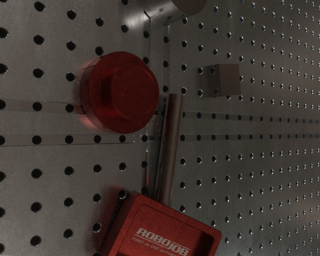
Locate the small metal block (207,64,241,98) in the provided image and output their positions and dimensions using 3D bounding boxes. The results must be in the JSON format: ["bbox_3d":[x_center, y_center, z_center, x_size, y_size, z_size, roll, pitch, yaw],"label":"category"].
[{"bbox_3d":[0.103,-0.076,0.498,0.050,0.025,0.050,-9,96,-40],"label":"small metal block"}]

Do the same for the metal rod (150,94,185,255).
[{"bbox_3d":[0.003,0.102,0.413,0.025,0.025,0.298,13,82,-40],"label":"metal rod"}]

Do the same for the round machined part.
[{"bbox_3d":[-0.040,-0.042,0.366,0.099,0.042,0.097,0,90,-40],"label":"round machined part"}]

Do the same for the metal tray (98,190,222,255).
[{"bbox_3d":[0.004,0.144,0.380,0.131,0.030,0.090,30,77,-18],"label":"metal tray"}]

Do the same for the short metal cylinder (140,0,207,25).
[{"bbox_3d":[0.018,-0.184,0.409,0.081,0.050,0.079,0,90,-40],"label":"short metal cylinder"}]
